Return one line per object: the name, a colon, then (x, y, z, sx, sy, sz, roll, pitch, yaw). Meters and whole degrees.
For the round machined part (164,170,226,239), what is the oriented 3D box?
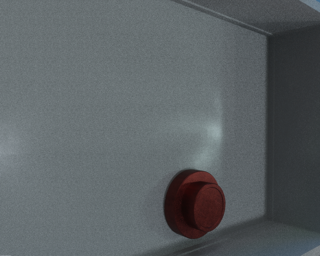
round machined part: (0.057, 0.111, 0.446, 0.099, 0.042, 0.097, 0, 90, -40)
